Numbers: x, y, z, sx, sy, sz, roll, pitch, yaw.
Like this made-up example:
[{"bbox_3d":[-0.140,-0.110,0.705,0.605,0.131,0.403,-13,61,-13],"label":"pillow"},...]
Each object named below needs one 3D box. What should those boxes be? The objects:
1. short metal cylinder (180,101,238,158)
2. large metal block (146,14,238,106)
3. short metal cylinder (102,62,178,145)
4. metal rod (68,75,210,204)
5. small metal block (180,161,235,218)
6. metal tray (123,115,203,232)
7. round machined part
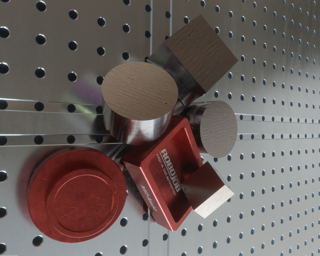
[{"bbox_3d":[0.067,0.002,0.448,0.081,0.050,0.079,0,90,-40],"label":"short metal cylinder"},{"bbox_3d":[0.044,-0.090,0.414,0.080,0.050,0.080,49,59,-6],"label":"large metal block"},{"bbox_3d":[-0.024,-0.028,0.346,0.081,0.050,0.080,5,57,-7],"label":"short metal cylinder"},{"bbox_3d":[0.000,-0.009,0.412,0.301,0.025,0.025,-45,117,-30],"label":"metal rod"},{"bbox_3d":[0.061,0.080,0.406,0.050,0.050,0.025,-42,124,8],"label":"small metal block"},{"bbox_3d":[0.015,0.058,0.400,0.090,0.030,0.129,-45,130,-30],"label":"metal tray"},{"bbox_3d":[-0.081,0.070,0.314,0.099,0.042,0.097,-3,97,-24],"label":"round machined part"}]
